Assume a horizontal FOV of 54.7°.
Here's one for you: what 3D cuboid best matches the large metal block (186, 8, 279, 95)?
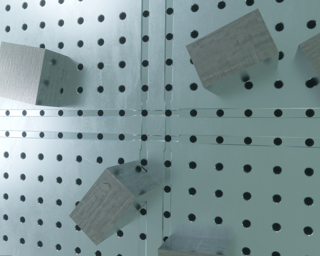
[{"bbox_3d":[0.085,-0.080,0.353,0.080,0.080,0.050,-24,82,18],"label":"large metal block"}]

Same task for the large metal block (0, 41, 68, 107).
[{"bbox_3d":[-0.195,-0.079,0.466,0.080,0.050,0.079,13,94,19],"label":"large metal block"}]

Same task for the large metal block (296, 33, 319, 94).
[{"bbox_3d":[0.204,-0.071,0.328,0.080,0.050,0.080,-31,80,17],"label":"large metal block"}]

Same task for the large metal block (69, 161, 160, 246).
[{"bbox_3d":[-0.055,0.093,0.402,0.050,0.080,0.080,42,103,15],"label":"large metal block"}]

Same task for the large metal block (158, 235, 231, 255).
[{"bbox_3d":[0.045,0.184,0.383,0.080,0.050,0.079,-3,89,19],"label":"large metal block"}]
